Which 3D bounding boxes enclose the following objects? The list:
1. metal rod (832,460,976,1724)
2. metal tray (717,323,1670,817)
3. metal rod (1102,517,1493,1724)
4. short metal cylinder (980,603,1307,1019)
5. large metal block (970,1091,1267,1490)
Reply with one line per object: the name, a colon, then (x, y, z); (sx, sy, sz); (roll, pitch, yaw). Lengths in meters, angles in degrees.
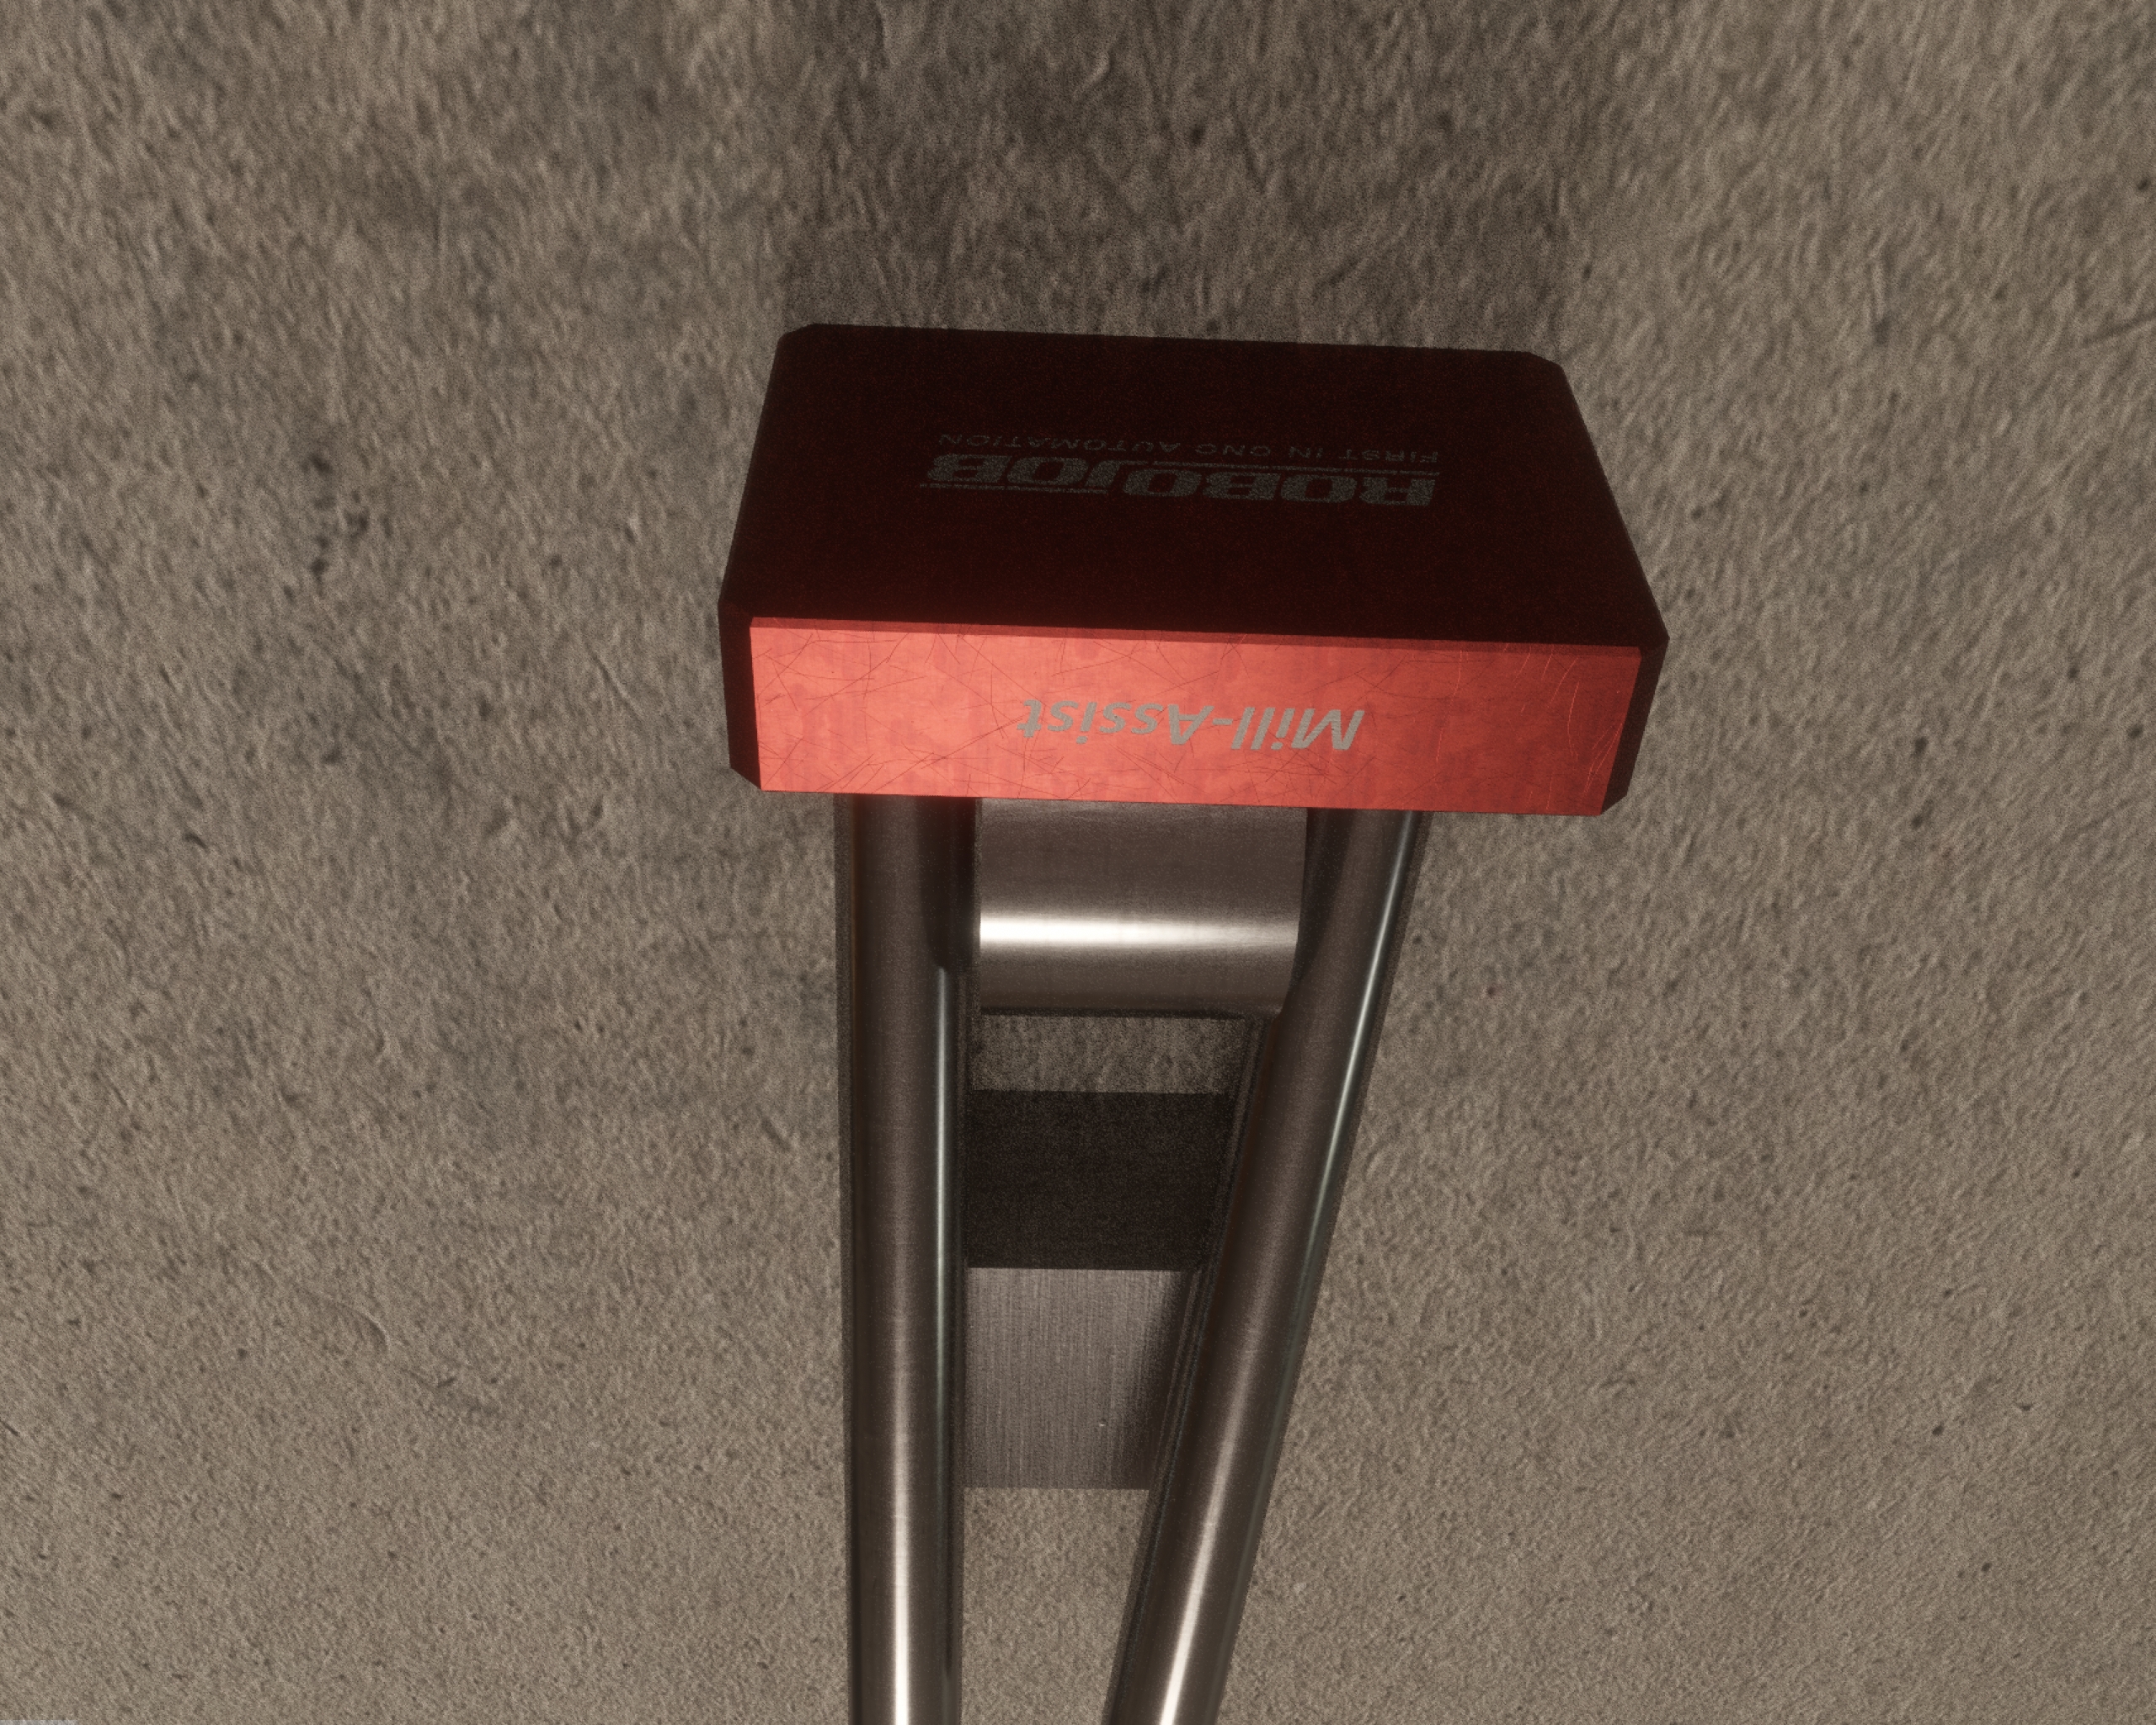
metal rod: (-0.034, 0.070, 0.408); (0.025, 0.025, 0.298); (1, 115, -2)
metal tray: (0.016, -0.048, 0.325); (0.131, 0.090, 0.030); (2, 130, -2)
metal rod: (0.037, 0.073, 0.410); (0.025, 0.025, 0.298); (6, 115, -6)
short metal cylinder: (0.009, -0.013, 0.363); (0.050, 0.080, 0.079); (1, 130, -2)
large metal block: (0.001, 0.098, 0.473); (0.081, 0.050, 0.079); (1, 130, -2)
